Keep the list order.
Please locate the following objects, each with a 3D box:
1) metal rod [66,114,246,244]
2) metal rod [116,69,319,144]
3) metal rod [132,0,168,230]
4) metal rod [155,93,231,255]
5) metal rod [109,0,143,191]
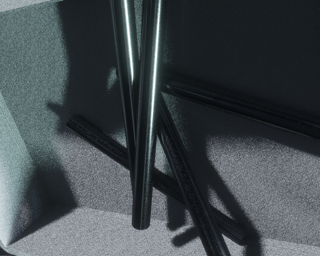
[{"bbox_3d":[-0.010,0.072,0.456,0.301,0.025,0.025,33,129,5],"label":"metal rod"},{"bbox_3d":[0.088,-0.025,0.346,0.301,0.025,0.025,20,126,16],"label":"metal rod"},{"bbox_3d":[-0.015,-0.005,0.365,0.025,0.025,0.298,14,115,20],"label":"metal rod"},{"bbox_3d":[0.046,0.095,0.363,0.025,0.025,0.299,-31,77,37],"label":"metal rod"},{"bbox_3d":[-0.032,-0.007,0.386,0.025,0.025,0.298,11,123,22],"label":"metal rod"}]
